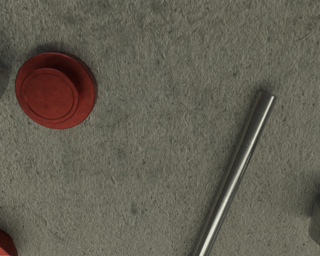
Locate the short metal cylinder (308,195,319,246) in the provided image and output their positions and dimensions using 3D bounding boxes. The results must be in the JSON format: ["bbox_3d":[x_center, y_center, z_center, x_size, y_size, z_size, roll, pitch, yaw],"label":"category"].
[{"bbox_3d":[0.257,0.135,0.434,0.081,0.080,0.050,3,110,-2],"label":"short metal cylinder"}]

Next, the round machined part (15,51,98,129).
[{"bbox_3d":[-0.130,-0.043,0.383,0.099,0.042,0.097,0,110,-1],"label":"round machined part"}]

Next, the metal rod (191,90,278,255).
[{"bbox_3d":[0.097,0.090,0.444,0.025,0.025,0.298,15,109,-6],"label":"metal rod"}]

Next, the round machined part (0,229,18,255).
[{"bbox_3d":[-0.263,0.189,0.467,0.099,0.042,0.097,0,110,-1],"label":"round machined part"}]

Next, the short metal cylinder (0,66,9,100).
[{"bbox_3d":[-0.223,-0.047,0.360,0.050,0.080,0.080,30,107,-11],"label":"short metal cylinder"}]
